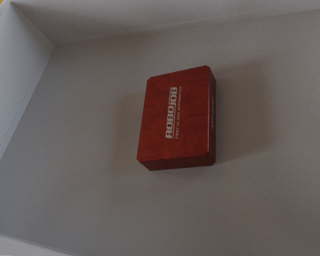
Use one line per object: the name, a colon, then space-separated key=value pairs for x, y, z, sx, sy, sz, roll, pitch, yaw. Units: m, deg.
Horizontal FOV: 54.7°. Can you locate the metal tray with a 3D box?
metal tray: x=0.024 y=-0.014 z=0.397 sx=0.090 sy=0.030 sz=0.130 roll=-8 pitch=58 yaw=23
